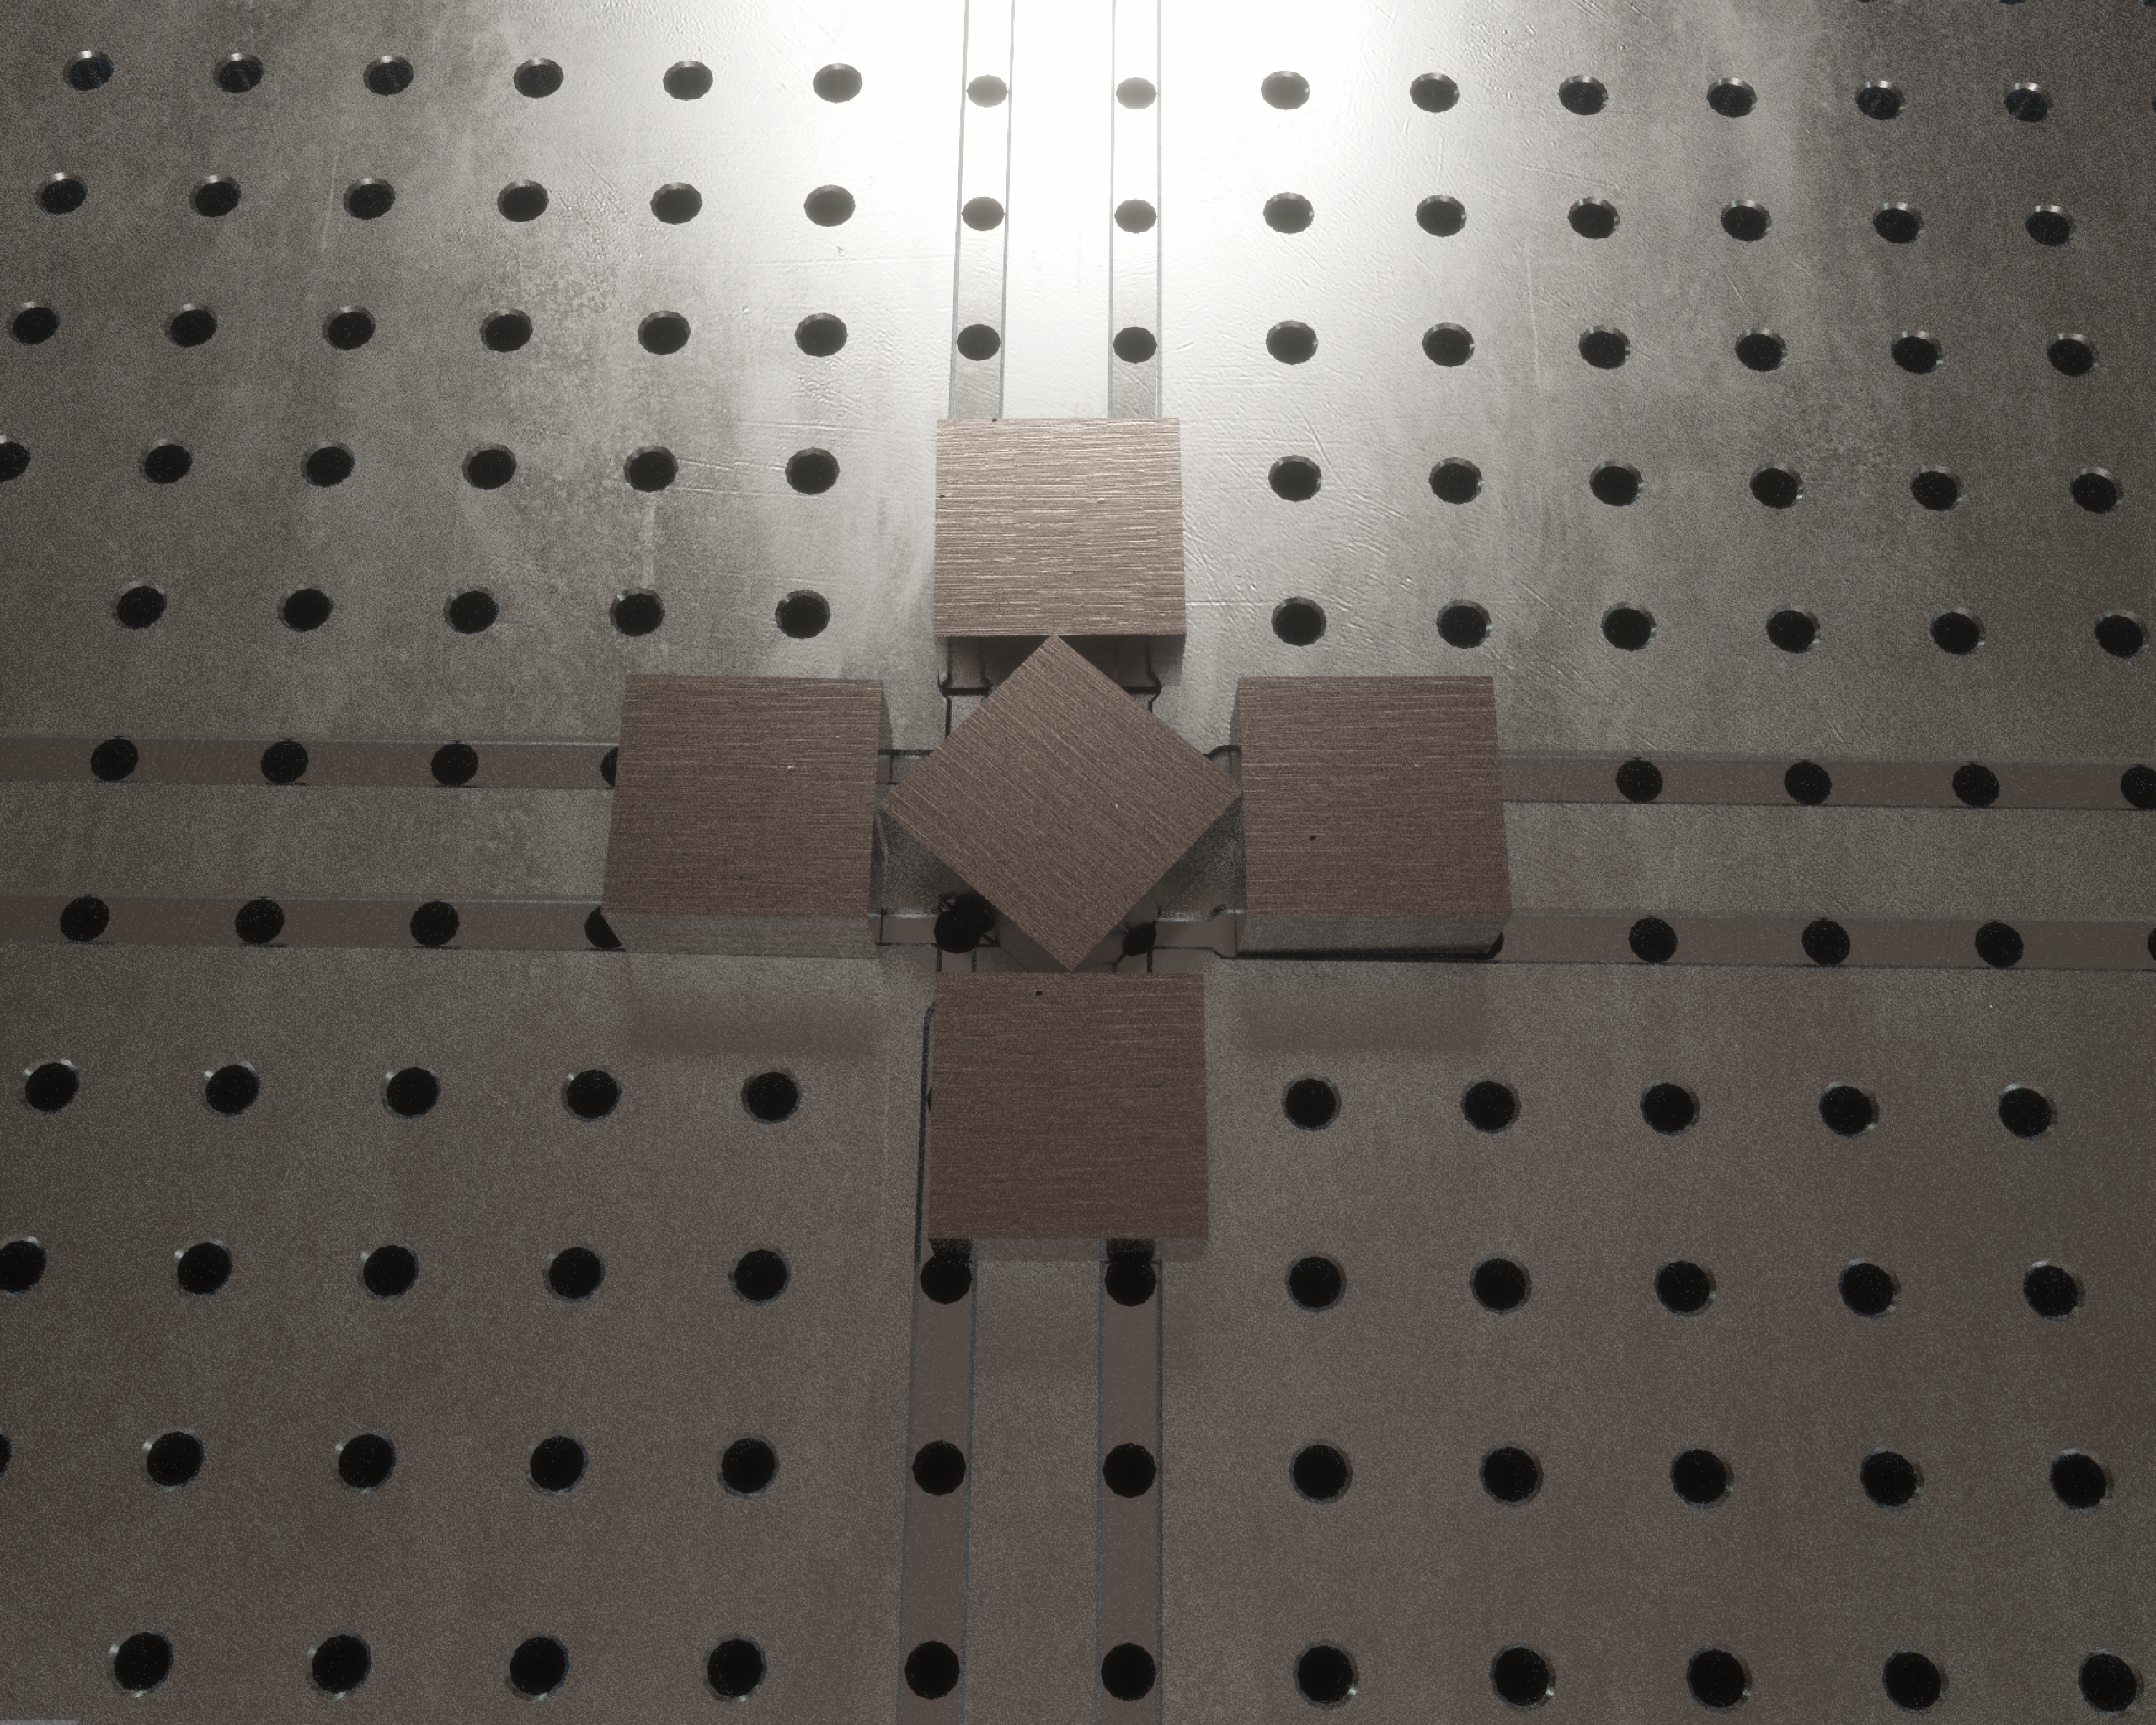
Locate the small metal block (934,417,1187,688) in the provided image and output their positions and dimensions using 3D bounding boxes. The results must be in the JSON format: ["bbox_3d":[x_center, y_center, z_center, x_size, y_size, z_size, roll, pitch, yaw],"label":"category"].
[{"bbox_3d":[-0.004,-0.065,0.435,0.050,0.025,0.050,0,70,-1],"label":"small metal block"}]

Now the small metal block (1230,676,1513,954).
[{"bbox_3d":[0.057,-0.009,0.416,0.050,0.025,0.050,0,70,-1],"label":"small metal block"}]

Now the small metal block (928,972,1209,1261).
[{"bbox_3d":[-0.002,0.048,0.394,0.050,0.025,0.050,0,70,0],"label":"small metal block"}]

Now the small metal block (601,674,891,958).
[{"bbox_3d":[-0.064,-0.009,0.414,0.050,0.025,0.050,1,70,0],"label":"small metal block"}]

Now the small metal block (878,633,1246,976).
[{"bbox_3d":[-0.003,-0.008,0.414,0.050,0.025,0.050,40,75,13],"label":"small metal block"}]
